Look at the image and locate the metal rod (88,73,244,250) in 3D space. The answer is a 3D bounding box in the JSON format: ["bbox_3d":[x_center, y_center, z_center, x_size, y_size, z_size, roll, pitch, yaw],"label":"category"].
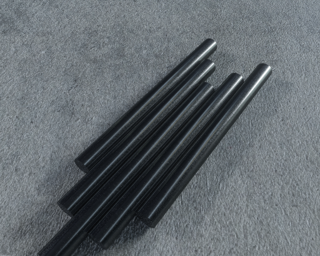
[{"bbox_3d":[0.026,0.021,0.387,0.025,0.025,0.301,29,56,22],"label":"metal rod"}]

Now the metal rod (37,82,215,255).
[{"bbox_3d":[-0.019,0.036,0.374,0.025,0.025,0.301,29,56,22],"label":"metal rod"}]

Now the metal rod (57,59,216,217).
[{"bbox_3d":[-0.012,-0.005,0.409,0.025,0.025,0.301,29,56,22],"label":"metal rod"}]

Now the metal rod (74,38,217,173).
[{"bbox_3d":[-0.003,-0.047,0.444,0.025,0.025,0.301,29,56,22],"label":"metal rod"}]

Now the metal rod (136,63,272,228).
[{"bbox_3d":[0.073,0.003,0.402,0.025,0.025,0.301,29,56,22],"label":"metal rod"}]
